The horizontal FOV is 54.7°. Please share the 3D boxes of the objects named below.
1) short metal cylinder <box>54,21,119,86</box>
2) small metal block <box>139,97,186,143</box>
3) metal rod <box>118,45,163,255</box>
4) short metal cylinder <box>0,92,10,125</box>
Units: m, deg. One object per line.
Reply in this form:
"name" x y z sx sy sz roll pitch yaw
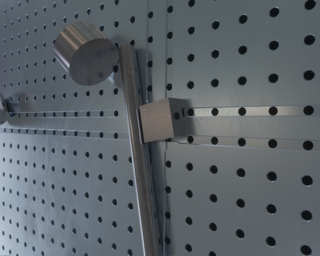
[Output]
"short metal cylinder" -0.109 -0.110 0.464 0.050 0.081 0.080 47 118 29
"small metal block" 0.003 -0.009 0.407 0.050 0.025 0.050 -13 82 39
"metal rod" -0.028 0.031 0.432 0.025 0.025 0.298 -13 82 39
"short metal cylinder" -0.386 -0.041 0.692 0.080 0.081 0.050 -39 66 33
